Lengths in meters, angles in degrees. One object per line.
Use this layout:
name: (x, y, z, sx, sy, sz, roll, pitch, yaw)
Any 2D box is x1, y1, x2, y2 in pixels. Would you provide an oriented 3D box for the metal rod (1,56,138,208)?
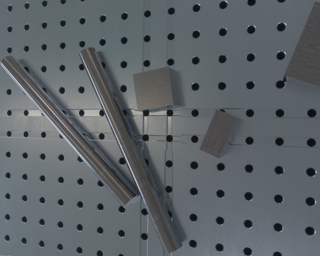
metal rod: (-0.142, -0.002, 0.462, 0.300, 0.025, 0.025, 46, 104, 14)

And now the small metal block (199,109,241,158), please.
small metal block: (0.074, 0.007, 0.373, 0.025, 0.050, 0.050, 24, 98, 18)

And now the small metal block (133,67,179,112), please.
small metal block: (-0.005, -0.050, 0.414, 0.050, 0.025, 0.050, -9, 87, 19)

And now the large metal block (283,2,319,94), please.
large metal block: (0.189, -0.078, 0.333, 0.080, 0.050, 0.080, 23, 98, 18)

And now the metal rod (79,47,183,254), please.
metal rod: (-0.044, 0.024, 0.427, 0.025, 0.025, 0.299, -27, 81, 18)
